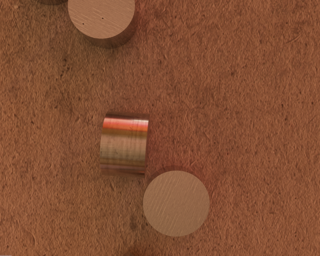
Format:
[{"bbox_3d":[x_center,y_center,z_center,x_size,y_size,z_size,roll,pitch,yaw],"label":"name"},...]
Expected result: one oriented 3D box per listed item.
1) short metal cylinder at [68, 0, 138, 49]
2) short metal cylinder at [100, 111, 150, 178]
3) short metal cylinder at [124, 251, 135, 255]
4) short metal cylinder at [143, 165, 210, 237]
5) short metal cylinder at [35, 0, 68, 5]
[{"bbox_3d":[-0.070,-0.147,0.397,0.081,0.050,0.080,0,90,0],"label":"short metal cylinder"},{"bbox_3d":[-0.041,0.020,0.382,0.050,0.080,0.080,4,90,0],"label":"short metal cylinder"},{"bbox_3d":[-0.043,0.203,0.382,0.050,0.080,0.080,39,90,0],"label":"short metal cylinder"},{"bbox_3d":[0.020,0.091,0.398,0.081,0.050,0.080,0,90,0],"label":"short metal cylinder"},{"bbox_3d":[-0.147,-0.206,0.396,0.081,0.050,0.080,0,90,0],"label":"short metal cylinder"}]
